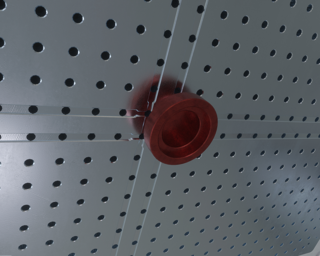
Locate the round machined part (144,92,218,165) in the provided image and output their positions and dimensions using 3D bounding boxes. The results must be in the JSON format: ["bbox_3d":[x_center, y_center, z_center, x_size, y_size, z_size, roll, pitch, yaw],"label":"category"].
[{"bbox_3d":[0.024,-0.003,0.411,0.099,0.042,0.097,-14,124,-21],"label":"round machined part"}]
